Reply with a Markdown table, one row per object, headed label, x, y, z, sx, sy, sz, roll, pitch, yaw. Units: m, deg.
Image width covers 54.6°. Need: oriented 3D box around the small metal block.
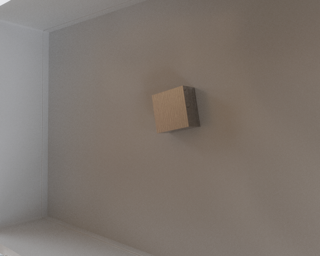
| label | x | y | z | sx | sy | sz | roll | pitch | yaw |
| --- | --- | --- | --- | --- | --- | --- | --- | --- | --- |
| small metal block | 0.020 | -0.022 | 0.392 | 0.050 | 0.025 | 0.050 | -13 | 82 | 39 |
